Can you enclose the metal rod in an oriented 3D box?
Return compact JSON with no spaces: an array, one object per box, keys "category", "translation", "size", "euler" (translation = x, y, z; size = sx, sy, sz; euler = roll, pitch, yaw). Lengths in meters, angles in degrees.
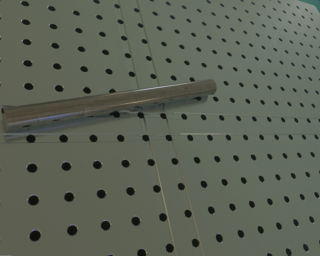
[{"category":"metal rod","translation":[-0.041,-0.037,0.409],"size":[0.303,0.025,0.025],"euler":[-13,69,-34]}]
